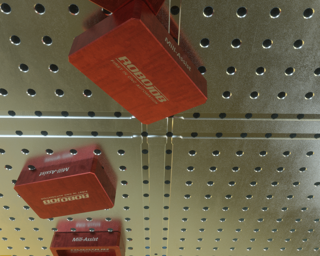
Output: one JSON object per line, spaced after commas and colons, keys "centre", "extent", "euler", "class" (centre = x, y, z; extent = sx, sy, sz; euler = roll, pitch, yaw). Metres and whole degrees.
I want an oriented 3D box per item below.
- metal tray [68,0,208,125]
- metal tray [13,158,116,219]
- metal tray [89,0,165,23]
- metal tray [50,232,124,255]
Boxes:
{"centre": [-0.018, -0.060, 0.333], "extent": [0.090, 0.030, 0.130], "euler": [-20, 138, 29], "class": "metal tray"}
{"centre": [-0.147, 0.098, 0.491], "extent": [0.130, 0.030, 0.090], "euler": [-11, 129, 9], "class": "metal tray"}
{"centre": [-0.047, -0.159, 0.273], "extent": [0.131, 0.030, 0.090], "euler": [24, 126, -19], "class": "metal tray"}
{"centre": [-0.139, 0.244, 0.614], "extent": [0.131, 0.030, 0.090], "euler": [-2, 130, 1], "class": "metal tray"}
